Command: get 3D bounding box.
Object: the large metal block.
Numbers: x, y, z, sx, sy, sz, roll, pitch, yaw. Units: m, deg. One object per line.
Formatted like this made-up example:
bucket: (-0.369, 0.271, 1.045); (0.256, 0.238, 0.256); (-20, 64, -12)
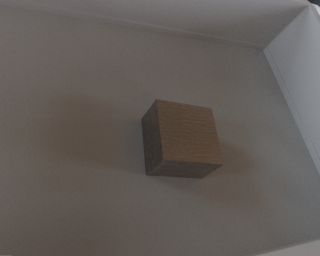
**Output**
large metal block: (0.026, 0.016, 0.393); (0.081, 0.050, 0.080); (7, 59, -24)
